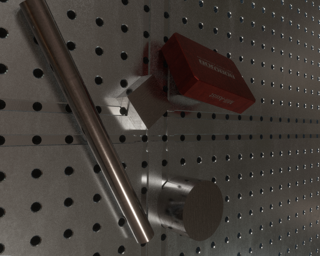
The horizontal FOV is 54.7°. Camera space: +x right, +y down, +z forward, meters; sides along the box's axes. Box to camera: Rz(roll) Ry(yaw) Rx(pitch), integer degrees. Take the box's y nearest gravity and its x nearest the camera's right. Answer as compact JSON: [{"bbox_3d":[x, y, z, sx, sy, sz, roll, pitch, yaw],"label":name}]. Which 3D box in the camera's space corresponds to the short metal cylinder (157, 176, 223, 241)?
[{"bbox_3d":[0.043,0.110,0.432,0.081,0.050,0.079,0,90,-40],"label":"short metal cylinder"}]

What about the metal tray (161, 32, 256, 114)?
[{"bbox_3d":[0.070,-0.074,0.436,0.131,0.030,0.090,12,46,-40],"label":"metal tray"}]

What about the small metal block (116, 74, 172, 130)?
[{"bbox_3d":[-0.020,-0.033,0.395,0.050,0.025,0.050,-46,118,-30],"label":"small metal block"}]

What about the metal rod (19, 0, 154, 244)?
[{"bbox_3d":[-0.072,0.007,0.349,0.025,0.025,0.299,-35,112,-35],"label":"metal rod"}]

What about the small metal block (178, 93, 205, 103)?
[{"bbox_3d":[0.058,-0.066,0.457,0.050,0.025,0.050,13,89,-40],"label":"small metal block"}]
